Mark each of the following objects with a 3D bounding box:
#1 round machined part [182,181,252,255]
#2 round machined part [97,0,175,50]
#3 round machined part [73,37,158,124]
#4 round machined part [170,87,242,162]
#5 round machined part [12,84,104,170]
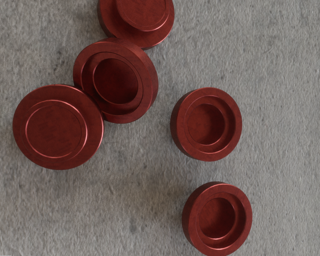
[{"bbox_3d":[0.074,0.122,0.429,0.099,0.042,0.097,0,90,-21],"label":"round machined part"},{"bbox_3d":[-0.026,-0.150,0.391,0.099,0.042,0.097,0,90,-21],"label":"round machined part"},{"bbox_3d":[-0.048,-0.057,0.364,0.098,0.098,0.042,53,32,-13],"label":"round machined part"},{"bbox_3d":[0.059,-0.005,0.423,0.099,0.042,0.097,0,90,-21],"label":"round machined part"},{"bbox_3d":[-0.113,0.000,0.344,0.099,0.042,0.097,-1,100,-6],"label":"round machined part"}]
